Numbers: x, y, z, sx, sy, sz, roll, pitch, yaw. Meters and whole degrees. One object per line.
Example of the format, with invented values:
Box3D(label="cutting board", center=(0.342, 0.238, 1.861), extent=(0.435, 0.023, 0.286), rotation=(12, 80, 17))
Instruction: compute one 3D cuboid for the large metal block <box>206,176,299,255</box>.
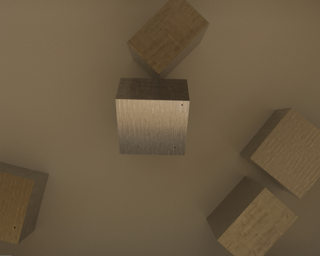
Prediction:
Box3D(label="large metal block", center=(0.109, 0.112, 0.386), extent=(0.050, 0.080, 0.080), rotation=(42, 90, -1))

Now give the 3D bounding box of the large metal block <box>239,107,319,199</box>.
Box3D(label="large metal block", center=(0.166, 0.031, 0.401), extent=(0.080, 0.050, 0.080), rotation=(39, 90, -1))

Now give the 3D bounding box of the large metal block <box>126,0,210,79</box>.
Box3D(label="large metal block", center=(0.009, -0.106, 0.384), extent=(0.050, 0.080, 0.080), rotation=(45, 90, 0))

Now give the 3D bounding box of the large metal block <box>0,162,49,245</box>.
Box3D(label="large metal block", center=(-0.200, 0.092, 0.396), extent=(0.080, 0.050, 0.080), rotation=(14, 90, -1))

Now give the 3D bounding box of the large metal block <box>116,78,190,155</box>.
Box3D(label="large metal block", center=(-0.009, -0.014, 0.380), extent=(0.081, 0.050, 0.079), rotation=(1, 127, -1))
